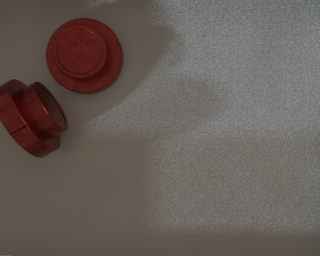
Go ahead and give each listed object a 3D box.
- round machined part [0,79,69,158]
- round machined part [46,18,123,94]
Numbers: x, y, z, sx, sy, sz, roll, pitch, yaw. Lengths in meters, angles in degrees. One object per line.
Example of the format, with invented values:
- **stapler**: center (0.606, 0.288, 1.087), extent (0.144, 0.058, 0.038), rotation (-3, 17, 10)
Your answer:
- **round machined part**: center (-0.148, -0.017, 0.373), extent (0.042, 0.098, 0.098), rotation (-30, 90, 0)
- **round machined part**: center (-0.099, -0.095, 0.402), extent (0.099, 0.042, 0.097), rotation (0, 90, 0)
